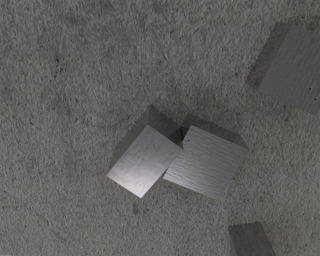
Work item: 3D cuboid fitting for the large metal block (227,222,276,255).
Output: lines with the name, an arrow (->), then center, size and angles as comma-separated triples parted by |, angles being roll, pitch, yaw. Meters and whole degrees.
large metal block -> 0.137, 0.199, 0.455 | 0.050, 0.080, 0.079 | -10, 110, 3

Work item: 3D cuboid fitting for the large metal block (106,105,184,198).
large metal block -> -0.018, 0.026, 0.390 | 0.050, 0.080, 0.080 | 36, 106, -12

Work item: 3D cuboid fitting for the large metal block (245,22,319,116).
large metal block -> 0.163, -0.071, 0.371 | 0.080, 0.050, 0.079 | 21, 109, -8

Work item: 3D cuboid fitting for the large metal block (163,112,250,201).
large metal block -> 0.057, 0.037, 0.410 | 0.080, 0.050, 0.080 | 23, 108, -9
